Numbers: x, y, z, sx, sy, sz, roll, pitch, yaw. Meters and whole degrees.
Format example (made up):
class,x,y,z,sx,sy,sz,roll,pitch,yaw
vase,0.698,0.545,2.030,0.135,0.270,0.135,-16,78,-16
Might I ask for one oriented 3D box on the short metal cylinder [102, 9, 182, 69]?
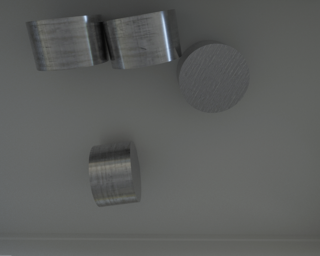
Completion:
class,x,y,z,sx,sy,sz,roll,pitch,yaw
short metal cylinder,-0.019,-0.100,0.345,0.080,0.080,0.050,-9,110,3

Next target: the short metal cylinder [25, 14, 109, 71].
class,x,y,z,sx,sy,sz,roll,pitch,yaw
short metal cylinder,-0.101,-0.096,0.345,0.080,0.080,0.050,-6,110,1

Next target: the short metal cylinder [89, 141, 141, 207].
class,x,y,z,sx,sy,sz,roll,pitch,yaw
short metal cylinder,-0.056,0.059,0.403,0.050,0.080,0.079,-8,110,2

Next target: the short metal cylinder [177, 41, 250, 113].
class,x,y,z,sx,sy,sz,roll,pitch,yaw
short metal cylinder,0.062,-0.064,0.375,0.081,0.050,0.079,0,110,-1
